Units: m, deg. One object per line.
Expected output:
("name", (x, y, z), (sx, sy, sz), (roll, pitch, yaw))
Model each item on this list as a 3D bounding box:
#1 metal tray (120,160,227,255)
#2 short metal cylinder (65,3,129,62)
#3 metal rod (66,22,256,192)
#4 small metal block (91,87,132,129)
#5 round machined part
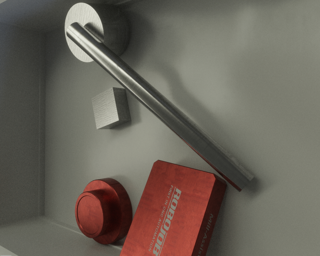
("metal tray", (0.014, 0.109, 0.358), (0.090, 0.030, 0.130), (9, 72, 39))
("short metal cylinder", (-0.092, -0.139, 0.451), (0.080, 0.050, 0.079), (14, 114, 34))
("metal rod", (-0.012, -0.037, 0.376), (0.300, 0.025, 0.025), (43, 116, 18))
("small metal block", (-0.074, -0.028, 0.465), (0.050, 0.025, 0.050), (-19, 78, 38))
("round machined part", (-0.091, 0.127, 0.468), (0.098, 0.042, 0.097), (0, 90, 39))
